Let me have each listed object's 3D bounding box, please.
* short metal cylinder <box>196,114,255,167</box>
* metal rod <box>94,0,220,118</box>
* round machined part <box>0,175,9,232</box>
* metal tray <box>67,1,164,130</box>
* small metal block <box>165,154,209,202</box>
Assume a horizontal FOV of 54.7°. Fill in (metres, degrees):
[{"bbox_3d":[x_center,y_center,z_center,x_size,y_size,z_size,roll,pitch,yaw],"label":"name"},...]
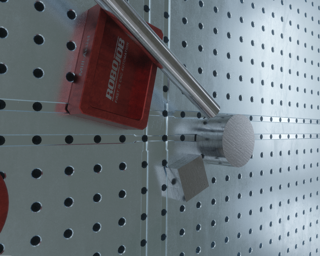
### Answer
[{"bbox_3d":[0.103,0.019,0.482,0.081,0.050,0.079,0,90,-40],"label":"short metal cylinder"},{"bbox_3d":[-0.022,-0.108,0.352,0.300,0.025,0.025,42,65,-32],"label":"metal rod"},{"bbox_3d":[-0.179,0.064,0.246,0.099,0.042,0.097,4,85,-42],"label":"round machined part"},{"bbox_3d":[-0.049,-0.069,0.366,0.091,0.030,0.129,16,80,-39],"label":"metal tray"},{"bbox_3d":[0.040,0.071,0.445,0.050,0.025,0.050,-25,106,-38],"label":"small metal block"}]
